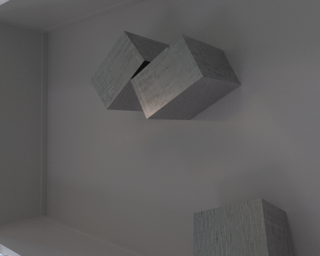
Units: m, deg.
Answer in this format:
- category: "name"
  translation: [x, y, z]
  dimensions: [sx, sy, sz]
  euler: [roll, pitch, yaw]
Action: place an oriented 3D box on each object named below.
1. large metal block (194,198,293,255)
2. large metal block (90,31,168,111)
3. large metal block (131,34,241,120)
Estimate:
- category: "large metal block"
  translation: [0.080, 0.122, 0.304]
  dimensions: [0.080, 0.050, 0.080]
  euler: [-25, 47, 37]
- category: "large metal block"
  translation: [-0.027, -0.067, 0.393]
  dimensions: [0.080, 0.081, 0.050]
  euler: [-47, 62, 30]
- category: "large metal block"
  translation: [0.029, -0.051, 0.347]
  dimensions: [0.080, 0.081, 0.050]
  euler: [-36, 68, 34]
